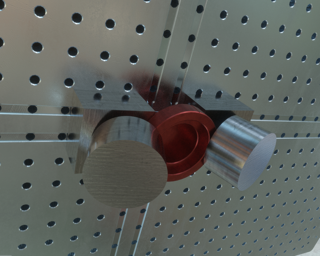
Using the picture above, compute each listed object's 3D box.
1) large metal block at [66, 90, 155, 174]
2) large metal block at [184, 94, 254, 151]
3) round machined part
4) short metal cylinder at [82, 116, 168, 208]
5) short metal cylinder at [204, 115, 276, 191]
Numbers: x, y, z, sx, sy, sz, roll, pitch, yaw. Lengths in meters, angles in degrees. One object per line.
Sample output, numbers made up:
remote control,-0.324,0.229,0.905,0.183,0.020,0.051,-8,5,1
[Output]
large metal block,-0.060,0.004,0.364,0.081,0.050,0.079,1,118,-29
large metal block,0.073,0.000,0.434,0.081,0.050,0.079,-1,119,-28
round machined part,0.017,0.014,0.380,0.099,0.042,0.097,-14,124,-21
short metal cylinder,-0.034,0.034,0.316,0.081,0.050,0.079,-2,118,-4
short metal cylinder,0.100,0.031,0.387,0.081,0.050,0.079,-31,137,-33
